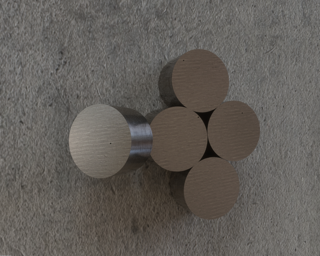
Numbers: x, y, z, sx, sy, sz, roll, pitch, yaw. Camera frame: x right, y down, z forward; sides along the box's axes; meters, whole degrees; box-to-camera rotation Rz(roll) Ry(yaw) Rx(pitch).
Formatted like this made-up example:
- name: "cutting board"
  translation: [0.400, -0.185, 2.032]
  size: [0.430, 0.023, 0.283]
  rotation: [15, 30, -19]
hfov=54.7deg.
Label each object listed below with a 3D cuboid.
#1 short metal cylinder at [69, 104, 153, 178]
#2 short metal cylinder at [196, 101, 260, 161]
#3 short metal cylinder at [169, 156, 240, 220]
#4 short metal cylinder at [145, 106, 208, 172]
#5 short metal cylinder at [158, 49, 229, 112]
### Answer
- name: "short metal cylinder"
  translation: [-0.055, 0.014, 0.355]
  size: [0.080, 0.050, 0.080]
  rotation: [-1, 89, 24]
- name: "short metal cylinder"
  translation: [0.090, 0.004, 0.430]
  size: [0.081, 0.050, 0.080]
  rotation: [0, 90, -20]
- name: "short metal cylinder"
  translation: [0.059, 0.077, 0.419]
  size: [0.081, 0.050, 0.080]
  rotation: [0, 90, -20]
- name: "short metal cylinder"
  translation: [0.014, 0.013, 0.402]
  size: [0.081, 0.050, 0.080]
  rotation: [0, 90, -20]
- name: "short metal cylinder"
  translation: [0.044, -0.060, 0.413]
  size: [0.081, 0.050, 0.080]
  rotation: [0, 90, -20]
